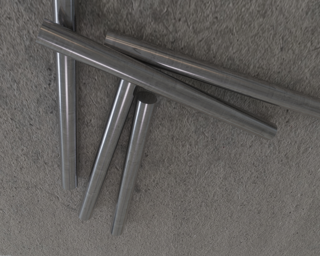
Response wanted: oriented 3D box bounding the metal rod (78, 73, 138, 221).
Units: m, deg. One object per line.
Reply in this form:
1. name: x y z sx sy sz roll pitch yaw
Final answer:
1. metal rod: -0.079 0.040 0.440 0.025 0.025 0.298 15 129 -12

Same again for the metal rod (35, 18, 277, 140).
1. metal rod: 0.018 -0.043 0.349 0.302 0.025 0.025 20 128 -25

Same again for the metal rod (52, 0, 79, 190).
1. metal rod: -0.114 -0.026 0.384 0.025 0.025 0.298 7 130 -6

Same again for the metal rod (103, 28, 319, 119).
1. metal rod: 0.085 -0.055 0.360 0.302 0.025 0.025 15 129 -13

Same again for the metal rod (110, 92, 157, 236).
1. metal rod: -0.047 0.074 0.469 0.025 0.025 0.298 9 130 -8
